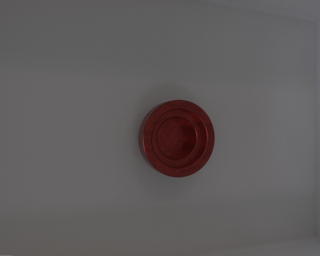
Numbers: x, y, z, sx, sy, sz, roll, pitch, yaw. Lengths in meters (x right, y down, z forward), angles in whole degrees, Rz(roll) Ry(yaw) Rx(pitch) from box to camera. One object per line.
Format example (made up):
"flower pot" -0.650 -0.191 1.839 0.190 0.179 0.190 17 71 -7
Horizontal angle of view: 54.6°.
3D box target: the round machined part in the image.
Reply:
"round machined part" 0.019 0.013 0.408 0.099 0.042 0.097 0 90 -20
